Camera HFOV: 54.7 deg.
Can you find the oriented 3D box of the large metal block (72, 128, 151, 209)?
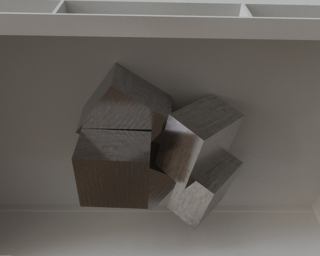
[{"bbox_3d":[-0.052,0.049,0.364,0.081,0.050,0.079,3,129,-1],"label":"large metal block"}]

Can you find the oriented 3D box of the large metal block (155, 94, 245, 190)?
[{"bbox_3d":[0.047,0.015,0.376,0.081,0.050,0.079,-27,145,-40],"label":"large metal block"}]

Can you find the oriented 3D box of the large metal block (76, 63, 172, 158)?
[{"bbox_3d":[-0.042,-0.017,0.376,0.080,0.050,0.080,29,124,-23],"label":"large metal block"}]

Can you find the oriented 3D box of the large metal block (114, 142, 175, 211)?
[{"bbox_3d":[-0.026,0.065,0.442,0.080,0.050,0.080,24,126,-19],"label":"large metal block"}]

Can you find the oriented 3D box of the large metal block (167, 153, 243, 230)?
[{"bbox_3d":[0.062,0.080,0.431,0.050,0.081,0.079,35,133,22],"label":"large metal block"}]
